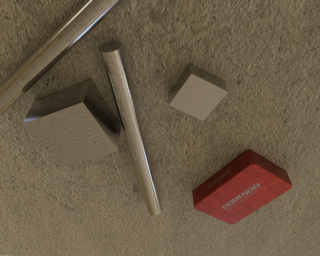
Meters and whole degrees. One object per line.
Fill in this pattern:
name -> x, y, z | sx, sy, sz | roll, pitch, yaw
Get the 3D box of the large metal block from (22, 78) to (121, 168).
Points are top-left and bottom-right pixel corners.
large metal block -> -0.105, -0.004, 0.386 | 0.080, 0.050, 0.080 | -18, 128, 14

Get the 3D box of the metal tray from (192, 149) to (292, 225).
metal tray -> 0.126, 0.098, 0.489 | 0.090, 0.030, 0.129 | 29, 124, -23

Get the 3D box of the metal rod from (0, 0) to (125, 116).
metal rod -> -0.091, -0.100, 0.320 | 0.299, 0.025, 0.025 | -33, 123, 24

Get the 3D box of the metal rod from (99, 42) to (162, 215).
metal rod -> -0.031, 0.025, 0.428 | 0.025, 0.025, 0.298 | -7, 130, 5

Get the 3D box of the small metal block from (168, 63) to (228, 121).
small metal block -> 0.044, -0.042, 0.372 | 0.050, 0.025, 0.050 | 23, 126, -19
